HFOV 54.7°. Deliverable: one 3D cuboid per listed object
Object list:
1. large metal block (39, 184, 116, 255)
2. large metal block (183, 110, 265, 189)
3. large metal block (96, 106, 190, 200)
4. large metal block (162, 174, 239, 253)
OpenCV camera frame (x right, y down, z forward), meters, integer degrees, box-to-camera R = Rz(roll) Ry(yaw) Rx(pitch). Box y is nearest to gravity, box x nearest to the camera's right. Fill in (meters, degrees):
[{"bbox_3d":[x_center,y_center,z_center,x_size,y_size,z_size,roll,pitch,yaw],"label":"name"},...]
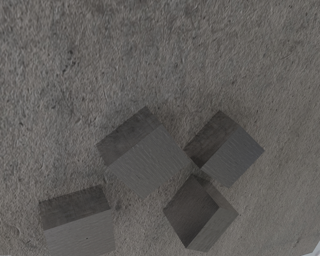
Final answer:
[{"bbox_3d":[-0.108,0.132,0.413,0.081,0.050,0.079,-14,124,-21],"label":"large metal block"},{"bbox_3d":[0.096,0.033,0.463,0.080,0.050,0.080,-48,129,6],"label":"large metal block"},{"bbox_3d":[-0.021,0.033,0.399,0.080,0.050,0.080,-39,129,-2],"label":"large metal block"},{"bbox_3d":[0.061,0.133,0.487,0.050,0.080,0.080,28,103,-38],"label":"large metal block"}]
